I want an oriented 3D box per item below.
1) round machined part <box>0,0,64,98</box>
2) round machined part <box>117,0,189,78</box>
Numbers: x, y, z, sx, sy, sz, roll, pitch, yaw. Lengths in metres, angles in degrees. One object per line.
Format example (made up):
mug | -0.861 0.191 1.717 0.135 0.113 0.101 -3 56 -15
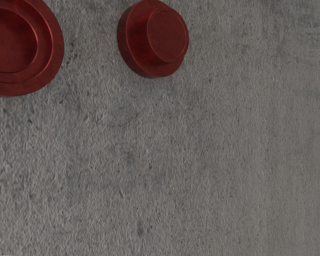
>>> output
round machined part | -0.141 -0.076 0.275 0.099 0.042 0.097 0 90 -40
round machined part | -0.001 -0.114 0.392 0.099 0.042 0.097 0 90 -40
